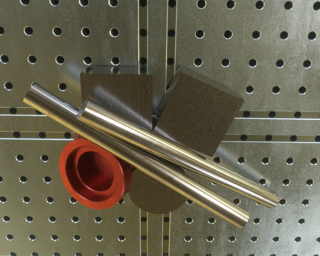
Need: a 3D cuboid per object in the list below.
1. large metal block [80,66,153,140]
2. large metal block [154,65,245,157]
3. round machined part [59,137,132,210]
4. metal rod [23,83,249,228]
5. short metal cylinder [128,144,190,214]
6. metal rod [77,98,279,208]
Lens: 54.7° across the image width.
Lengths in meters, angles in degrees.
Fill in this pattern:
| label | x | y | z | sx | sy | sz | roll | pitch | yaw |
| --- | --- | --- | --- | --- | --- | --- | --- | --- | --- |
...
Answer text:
| label | x | y | z | sx | sy | sz | roll | pitch | yaw |
| --- | --- | --- | --- | --- | --- | --- | --- | --- | --- |
| large metal block | -0.049 | -0.031 | 0.381 | 0.081 | 0.050 | 0.079 | 1 | 110 | -1 |
| large metal block | 0.044 | -0.022 | 0.387 | 0.080 | 0.050 | 0.080 | 23 | 108 | -9 |
| round machined part | -0.080 | 0.053 | 0.407 | 0.098 | 0.042 | 0.097 | 7 | 108 | 22 |
| metal rod | -0.017 | 0.040 | 0.369 | 0.301 | 0.025 | 0.025 | 32 | 107 | -13 |
| short metal cylinder | -0.001 | 0.068 | 0.420 | 0.081 | 0.050 | 0.079 | 0 | 110 | 0 |
| metal rod | 0.041 | 0.042 | 0.385 | 0.301 | 0.025 | 0.025 | 27 | 108 | -25 |
